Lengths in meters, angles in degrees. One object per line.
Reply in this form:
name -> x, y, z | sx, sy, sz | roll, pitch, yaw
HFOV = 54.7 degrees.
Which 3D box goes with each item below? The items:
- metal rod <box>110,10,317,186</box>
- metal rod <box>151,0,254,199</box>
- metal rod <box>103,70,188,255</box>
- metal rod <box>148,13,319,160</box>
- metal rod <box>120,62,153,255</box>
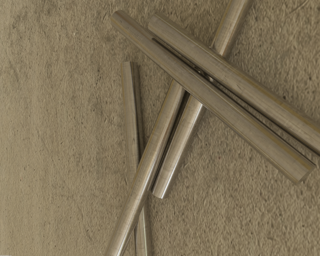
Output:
metal rod -> 0.035, -0.053, 0.341 | 0.300, 0.025, 0.025 | 46, 117, 29
metal rod -> 0.052, -0.048, 0.362 | 0.025, 0.025, 0.298 | 34, 111, 35
metal rod -> -0.019, 0.061, 0.397 | 0.025, 0.025, 0.298 | 27, 100, 37
metal rod -> 0.096, -0.030, 0.302 | 0.300, 0.025, 0.025 | 43, 116, 24
metal rod -> -0.032, 0.057, 0.431 | 0.025, 0.025, 0.298 | -8, 85, 40
